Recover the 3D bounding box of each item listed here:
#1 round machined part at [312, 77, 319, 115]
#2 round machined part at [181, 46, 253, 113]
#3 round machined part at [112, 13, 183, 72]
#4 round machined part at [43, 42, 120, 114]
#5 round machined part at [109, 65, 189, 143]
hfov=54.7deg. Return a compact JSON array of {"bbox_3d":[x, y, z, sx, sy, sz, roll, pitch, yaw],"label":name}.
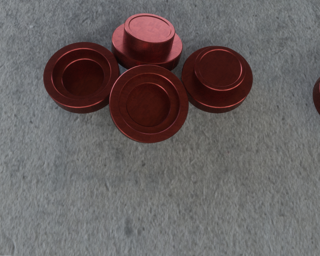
[{"bbox_3d":[0.254,-0.037,0.416,0.099,0.042,0.098,0,70,-1],"label":"round machined part"},{"bbox_3d":[0.079,-0.073,0.427,0.099,0.042,0.098,0,70,-1],"label":"round machined part"},{"bbox_3d":[-0.016,-0.121,0.426,0.099,0.042,0.098,6,50,-7],"label":"round machined part"},{"bbox_3d":[-0.102,-0.064,0.421,0.099,0.042,0.098,0,70,0],"label":"round machined part"},{"bbox_3d":[-0.016,-0.029,0.400,0.099,0.042,0.097,1,85,-11],"label":"round machined part"}]
